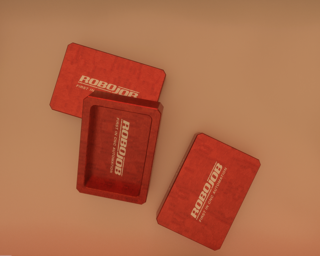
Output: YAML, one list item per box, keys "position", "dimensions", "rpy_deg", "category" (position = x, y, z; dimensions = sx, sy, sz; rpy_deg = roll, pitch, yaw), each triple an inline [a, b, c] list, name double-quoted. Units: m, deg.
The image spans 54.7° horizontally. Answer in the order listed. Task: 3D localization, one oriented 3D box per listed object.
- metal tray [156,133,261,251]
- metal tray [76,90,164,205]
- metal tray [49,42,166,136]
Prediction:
- position: [0.062, 0.081, 0.409]
  dimensions: [0.090, 0.030, 0.130]
  rpy_deg: [26, 90, 0]
  category: "metal tray"
- position: [-0.051, 0.026, 0.384]
  dimensions: [0.090, 0.030, 0.129]
  rpy_deg: [11, 111, 2]
  category: "metal tray"
- position: [-0.066, -0.049, 0.408]
  dimensions: [0.131, 0.030, 0.090]
  rpy_deg: [17, 90, 0]
  category: "metal tray"
